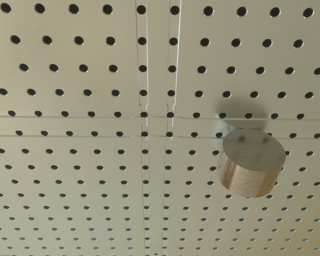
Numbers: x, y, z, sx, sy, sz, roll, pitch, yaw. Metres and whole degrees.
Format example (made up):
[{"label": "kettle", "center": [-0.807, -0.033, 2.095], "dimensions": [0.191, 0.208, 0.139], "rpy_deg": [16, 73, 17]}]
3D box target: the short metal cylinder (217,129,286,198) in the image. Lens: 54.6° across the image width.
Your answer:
[{"label": "short metal cylinder", "center": [0.120, 0.046, 0.415], "dimensions": [0.080, 0.080, 0.050], "rpy_deg": [2, 130, -2]}]
